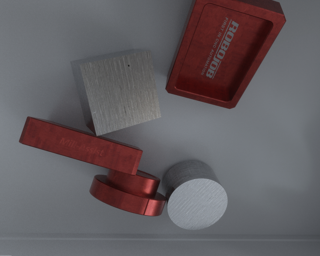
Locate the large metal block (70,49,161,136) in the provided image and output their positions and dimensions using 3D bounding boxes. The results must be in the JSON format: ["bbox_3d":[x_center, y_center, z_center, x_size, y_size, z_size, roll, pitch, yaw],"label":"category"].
[{"bbox_3d":[-0.051,-0.045,0.365,0.081,0.050,0.079,-17,112,-22],"label":"large metal block"}]

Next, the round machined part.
[{"bbox_3d":[-0.038,0.076,0.405,0.099,0.098,0.042,19,87,-7],"label":"round machined part"}]

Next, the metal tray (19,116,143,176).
[{"bbox_3d":[-0.090,0.021,0.380,0.131,0.090,0.030,17,87,-7],"label":"metal tray"}]

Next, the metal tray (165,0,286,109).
[{"bbox_3d":[0.066,-0.086,0.348,0.091,0.030,0.129,14,136,-6],"label":"metal tray"}]

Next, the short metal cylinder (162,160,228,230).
[{"bbox_3d":[0.046,0.092,0.428,0.081,0.050,0.079,-3,111,-7],"label":"short metal cylinder"}]
